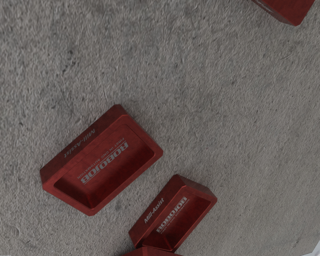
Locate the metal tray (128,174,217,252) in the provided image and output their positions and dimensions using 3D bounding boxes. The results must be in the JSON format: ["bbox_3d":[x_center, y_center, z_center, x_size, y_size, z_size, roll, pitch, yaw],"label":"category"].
[{"bbox_3d":[0.022,0.144,0.504,0.090,0.030,0.130,30,102,-38],"label":"metal tray"}]

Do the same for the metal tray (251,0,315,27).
[{"bbox_3d":[0.142,-0.189,0.364,0.131,0.030,0.089,16,110,-35],"label":"metal tray"}]

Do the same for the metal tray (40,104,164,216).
[{"bbox_3d":[-0.071,0.044,0.391,0.130,0.030,0.090,-41,130,0],"label":"metal tray"}]

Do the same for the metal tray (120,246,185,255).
[{"bbox_3d":[-0.012,0.238,0.520,0.090,0.030,0.130,-33,135,27],"label":"metal tray"}]
